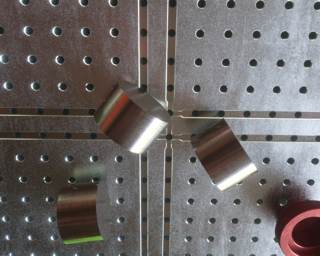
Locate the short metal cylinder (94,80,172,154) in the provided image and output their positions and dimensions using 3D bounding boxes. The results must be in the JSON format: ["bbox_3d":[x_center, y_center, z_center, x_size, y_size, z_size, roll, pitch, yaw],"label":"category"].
[{"bbox_3d":[-0.032,-0.014,0.378,0.080,0.080,0.050,36,106,-12],"label":"short metal cylinder"}]

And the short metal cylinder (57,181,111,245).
[{"bbox_3d":[-0.101,0.116,0.426,0.050,0.080,0.079,-7,110,3],"label":"short metal cylinder"}]

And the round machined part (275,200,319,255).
[{"bbox_3d":[0.220,0.149,0.461,0.099,0.042,0.097,0,110,0],"label":"round machined part"}]

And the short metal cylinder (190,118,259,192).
[{"bbox_3d":[0.082,0.034,0.397,0.050,0.080,0.080,-33,107,11],"label":"short metal cylinder"}]
